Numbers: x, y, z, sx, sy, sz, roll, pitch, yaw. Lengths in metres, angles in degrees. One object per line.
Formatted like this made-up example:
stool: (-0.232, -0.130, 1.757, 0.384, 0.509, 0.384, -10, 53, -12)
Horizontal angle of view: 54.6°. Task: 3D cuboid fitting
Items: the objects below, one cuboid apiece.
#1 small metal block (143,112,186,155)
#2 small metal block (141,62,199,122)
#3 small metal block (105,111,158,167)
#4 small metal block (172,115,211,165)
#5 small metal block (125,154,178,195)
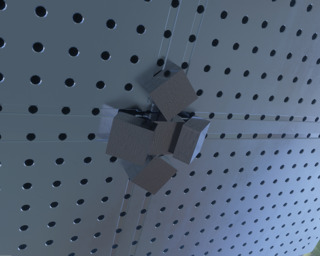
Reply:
small metal block: (0.000, 0.008, 0.415, 0.050, 0.025, 0.050, 1, 117, -29)
small metal block: (0.013, -0.045, 0.390, 0.050, 0.025, 0.050, -38, 129, -3)
small metal block: (-0.035, 0.013, 0.383, 0.050, 0.025, 0.050, 18, 114, 3)
small metal block: (0.044, 0.015, 0.426, 0.050, 0.025, 0.050, -36, 146, -61)
small metal block: (-0.011, 0.061, 0.441, 0.050, 0.025, 0.050, -47, 128, 5)
